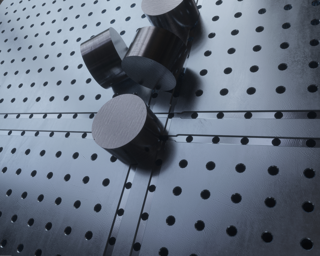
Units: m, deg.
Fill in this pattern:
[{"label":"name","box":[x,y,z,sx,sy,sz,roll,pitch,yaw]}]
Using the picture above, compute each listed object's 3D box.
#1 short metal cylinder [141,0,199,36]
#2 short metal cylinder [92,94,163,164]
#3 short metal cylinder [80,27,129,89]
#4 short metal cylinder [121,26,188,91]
[{"label":"short metal cylinder","box":[0.017,-0.193,0.500,0.080,0.050,0.080,-13,56,20]},{"label":"short metal cylinder","box":[-0.042,0.002,0.412,0.080,0.050,0.080,-13,56,20]},{"label":"short metal cylinder","box":[-0.077,-0.107,0.477,0.050,0.080,0.080,-25,53,13]},{"label":"short metal cylinder","box":[-0.007,-0.095,0.434,0.080,0.080,0.050,9,66,31]}]
